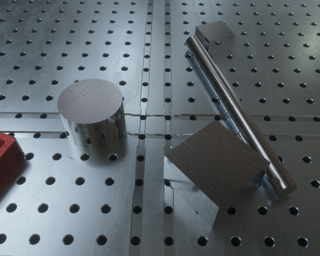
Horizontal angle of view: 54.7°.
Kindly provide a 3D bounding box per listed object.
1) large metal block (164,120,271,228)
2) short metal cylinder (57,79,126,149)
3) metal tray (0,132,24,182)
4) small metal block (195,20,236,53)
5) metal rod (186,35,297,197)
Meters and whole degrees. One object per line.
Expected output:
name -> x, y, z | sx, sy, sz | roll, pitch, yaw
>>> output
large metal block -> 0.061, 0.049, 0.351 | 0.080, 0.050, 0.080 | -33, 58, -25
short metal cylinder -> -0.088, -0.020, 0.407 | 0.081, 0.050, 0.080 | 0, 50, 0
metal tray -> -0.237, 0.055, 0.355 | 0.090, 0.030, 0.130 | 17, 52, 13
small metal block -> 0.096, -0.160, 0.544 | 0.050, 0.025, 0.050 | -17, 52, -15
metal rod -> 0.100, -0.039, 0.441 | 0.025, 0.025, 0.300 | -13, 51, -11
